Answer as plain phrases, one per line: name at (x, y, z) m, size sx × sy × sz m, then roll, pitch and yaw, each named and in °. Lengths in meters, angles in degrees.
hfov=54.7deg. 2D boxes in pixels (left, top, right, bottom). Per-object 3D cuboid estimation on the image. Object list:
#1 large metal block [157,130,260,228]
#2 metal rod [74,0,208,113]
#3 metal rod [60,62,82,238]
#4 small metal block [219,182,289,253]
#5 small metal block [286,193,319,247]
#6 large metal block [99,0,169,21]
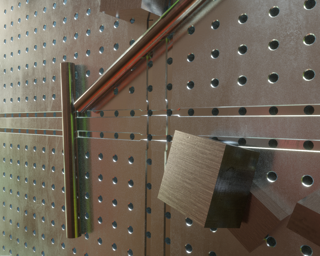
large metal block at (0.049, 0.052, 0.332) m, size 0.080 × 0.050 × 0.080 m, roll 16°, pitch 92°, yaw 56°
metal rod at (-0.032, -0.107, 0.435) m, size 0.299 × 0.025 × 0.025 m, roll -35°, pitch 69°, yaw 34°
metal rod at (-0.155, 0.036, 0.537) m, size 0.025 × 0.025 × 0.298 m, roll -5°, pitch 87°, yaw 40°
small metal block at (0.097, 0.093, 0.329) m, size 0.050 × 0.025 × 0.050 m, roll 46°, pitch 117°, yaw 30°
small metal block at (0.147, 0.084, 0.271) m, size 0.050 × 0.050 × 0.025 m, roll 27°, pitch 107°, yaw 37°
large metal block at (-0.032, -0.194, 0.420) m, size 0.080 × 0.050 × 0.079 m, roll 13°, pitch 99°, yaw 39°
